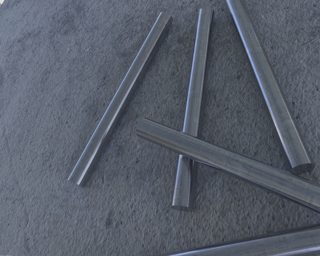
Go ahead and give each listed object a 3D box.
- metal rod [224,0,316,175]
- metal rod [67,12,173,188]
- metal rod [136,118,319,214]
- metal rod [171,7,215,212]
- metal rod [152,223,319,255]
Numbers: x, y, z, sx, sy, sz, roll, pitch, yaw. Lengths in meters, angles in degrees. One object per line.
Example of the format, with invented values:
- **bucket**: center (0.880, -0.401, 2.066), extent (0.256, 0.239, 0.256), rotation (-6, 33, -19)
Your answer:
- **metal rod**: center (0.124, -0.082, 0.389), extent (0.025, 0.025, 0.299), rotation (-19, 54, 17)
- **metal rod**: center (-0.052, -0.053, 0.463), extent (0.025, 0.025, 0.300), rotation (13, 68, 33)
- **metal rod**: center (0.101, 0.047, 0.301), extent (0.300, 0.025, 0.025), rotation (21, 73, 29)
- **metal rod**: center (0.047, -0.044, 0.405), extent (0.025, 0.025, 0.300), rotation (-4, 60, 26)
- **metal rod**: center (0.008, 0.140, 0.313), extent (0.301, 0.025, 0.025), rotation (-18, 55, 17)
